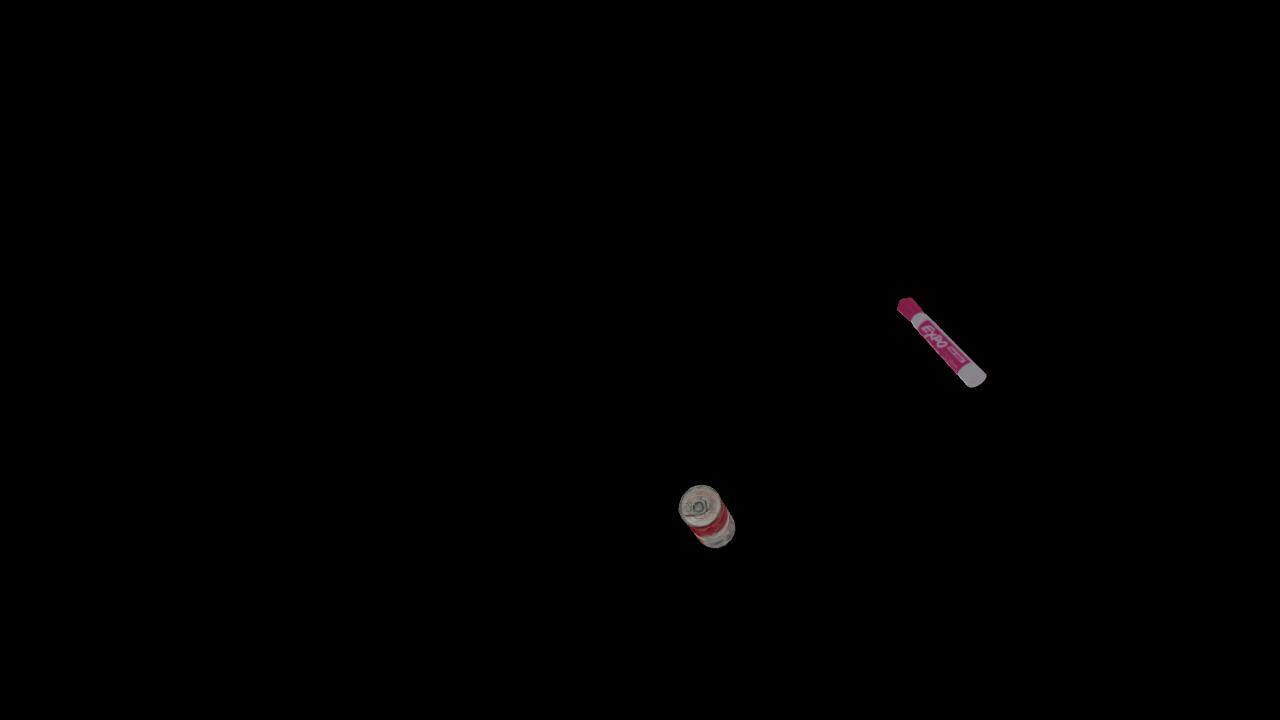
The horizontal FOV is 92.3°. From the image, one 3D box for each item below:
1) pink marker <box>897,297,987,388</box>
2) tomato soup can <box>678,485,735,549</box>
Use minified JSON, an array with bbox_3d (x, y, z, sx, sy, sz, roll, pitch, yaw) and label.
[{"bbox_3d":[0.290,-0.021,0.599,0.020,0.020,0.121,0,42,-21],"label":"pink marker"},{"bbox_3d":[0.108,0.247,0.966,0.068,0.068,0.101,0,-34,25],"label":"tomato soup can"}]
